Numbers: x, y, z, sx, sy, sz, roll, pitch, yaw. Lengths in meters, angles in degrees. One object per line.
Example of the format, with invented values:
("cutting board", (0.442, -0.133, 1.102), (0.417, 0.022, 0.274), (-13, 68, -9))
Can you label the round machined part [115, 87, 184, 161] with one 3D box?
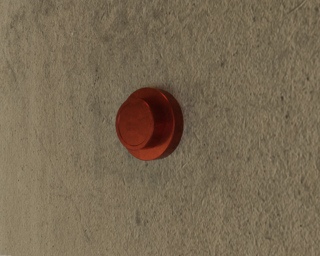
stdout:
("round machined part", (-0.021, -0.005, 0.410), (0.098, 0.042, 0.097), (0, 90, 39))
